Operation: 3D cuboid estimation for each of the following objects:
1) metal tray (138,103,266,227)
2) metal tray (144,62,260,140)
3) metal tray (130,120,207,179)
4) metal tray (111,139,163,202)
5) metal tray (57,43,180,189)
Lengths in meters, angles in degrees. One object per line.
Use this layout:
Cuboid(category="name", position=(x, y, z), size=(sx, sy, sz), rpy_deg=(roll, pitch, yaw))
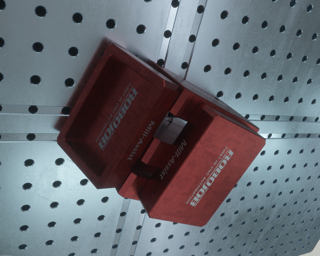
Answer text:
Cuboid(category="metal tray", position=(0.047, 0.046, 0.344), size=(0.090, 0.030, 0.129), rpy_deg=(23, 106, -36))
Cuboid(category="metal tray", position=(0.050, -0.027, 0.378), size=(0.131, 0.090, 0.030), rpy_deg=(22, 107, -36))
Cuboid(category="metal tray", position=(0.018, 0.022, 0.391), size=(0.131, 0.090, 0.030), rpy_deg=(21, 106, -37))
Cuboid(category="metal tray", position=(-0.007, 0.060, 0.401), size=(0.131, 0.090, 0.030), rpy_deg=(23, 106, -37))
Cuboid(category="metal tray", position=(-0.049, -0.012, 0.331), size=(0.030, 0.090, 0.129), rpy_deg=(12, 114, -57))
